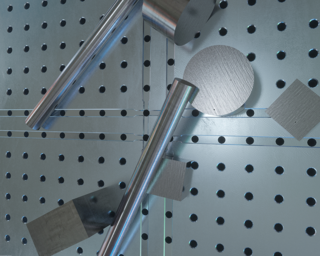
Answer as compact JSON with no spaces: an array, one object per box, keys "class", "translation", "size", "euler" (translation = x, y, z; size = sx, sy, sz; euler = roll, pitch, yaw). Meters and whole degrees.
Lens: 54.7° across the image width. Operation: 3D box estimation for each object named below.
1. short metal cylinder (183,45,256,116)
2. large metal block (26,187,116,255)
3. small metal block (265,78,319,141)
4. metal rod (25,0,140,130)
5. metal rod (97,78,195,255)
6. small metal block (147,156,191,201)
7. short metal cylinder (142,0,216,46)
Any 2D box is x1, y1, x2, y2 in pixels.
[{"class":"short metal cylinder","translation":[0.073,-0.054,0.373],"size":[0.080,0.050,0.080],"euler":[0,90,20]},{"class":"large metal block","translation":[-0.116,0.128,0.424],"size":[0.080,0.080,0.050],"euler":[-30,80,17]},{"class":"small metal block","translation":[0.158,-0.020,0.357],"size":[0.050,0.025,0.050],"euler":[45,104,14]},{"class":"metal rod","translation":[-0.101,-0.114,0.448],"size":[0.025,0.025,0.299],"euler":[45,104,14]},{"class":"metal rod","translation":[-0.029,0.078,0.395],"size":[0.025,0.025,0.298],"euler":[30,110,17]},{"class":"small metal block","translation":[0.011,0.064,0.409],"size":[0.050,0.025,0.050],"euler":[9,93,19]},{"class":"short metal cylinder","translation":[0.024,-0.148,0.375],"size":[0.050,0.080,0.080],"euler":[40,103,15]}]
